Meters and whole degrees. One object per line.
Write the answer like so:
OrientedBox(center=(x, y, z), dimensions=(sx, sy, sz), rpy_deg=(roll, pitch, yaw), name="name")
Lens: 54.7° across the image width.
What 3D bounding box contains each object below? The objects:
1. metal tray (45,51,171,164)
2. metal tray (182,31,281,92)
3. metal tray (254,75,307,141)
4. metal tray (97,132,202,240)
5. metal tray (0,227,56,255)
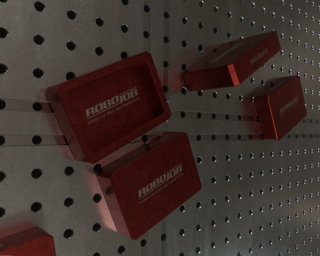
OrientedBox(center=(-0.053, -0.027, 0.363), dimensions=(0.131, 0.030, 0.090), rpy_deg=(-31, 110, -36), name="metal tray")
OrientedBox(center=(0.107, -0.099, 0.458), dimensions=(0.131, 0.090, 0.030), rpy_deg=(-38, 114, -34), name="metal tray")
OrientedBox(center=(0.241, -0.042, 0.612), dimensions=(0.131, 0.030, 0.089), rpy_deg=(-30, 109, -36), name="metal tray")
OrientedBox(center=(-0.007, 0.069, 0.402), dimensions=(0.131, 0.030, 0.089), rpy_deg=(-28, 108, -37), name="metal tray")
OrientedBox(center=(-0.158, 0.155, 0.274), dimensions=(0.131, 0.030, 0.089), rpy_deg=(-11, 97, -40), name="metal tray")
